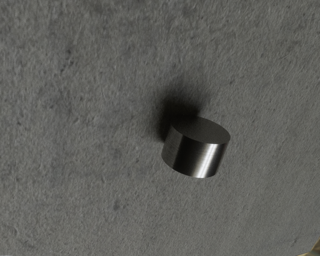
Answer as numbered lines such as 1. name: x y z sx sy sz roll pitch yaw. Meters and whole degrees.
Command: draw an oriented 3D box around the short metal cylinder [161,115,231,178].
1. short metal cylinder: 0.047 0.022 0.412 0.081 0.080 0.050 0 118 -29
